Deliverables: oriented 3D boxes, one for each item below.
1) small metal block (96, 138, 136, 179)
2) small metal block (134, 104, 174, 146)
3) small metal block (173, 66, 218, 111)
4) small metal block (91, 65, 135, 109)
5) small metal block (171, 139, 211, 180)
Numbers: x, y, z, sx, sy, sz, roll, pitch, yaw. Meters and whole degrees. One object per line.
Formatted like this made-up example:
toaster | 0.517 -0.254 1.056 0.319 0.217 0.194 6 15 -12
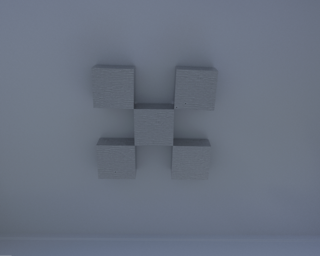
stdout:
small metal block | -0.058 0.042 0.424 0.050 0.025 0.050 1 110 -1
small metal block | -0.008 -0.005 0.407 0.050 0.025 0.050 0 110 -1
small metal block | 0.044 -0.050 0.390 0.050 0.025 0.050 2 110 -1
small metal block | -0.057 -0.052 0.389 0.050 0.025 0.050 1 110 -1
small metal block | 0.041 0.043 0.425 0.050 0.025 0.050 1 110 -1
